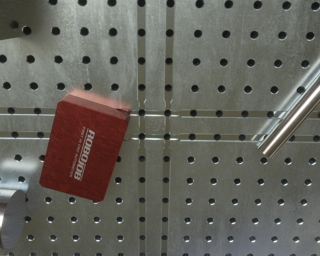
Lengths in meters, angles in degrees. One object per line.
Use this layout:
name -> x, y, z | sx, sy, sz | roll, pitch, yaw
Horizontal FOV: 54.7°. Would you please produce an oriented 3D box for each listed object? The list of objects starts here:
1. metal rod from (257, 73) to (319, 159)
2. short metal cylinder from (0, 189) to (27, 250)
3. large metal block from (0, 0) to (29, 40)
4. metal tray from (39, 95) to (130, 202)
metal rod -> 0.228, -0.083, 0.386 | 0.025, 0.025, 0.299 | 32, 107, -12
short metal cylinder -> -0.225, 0.123, 0.426 | 0.050, 0.080, 0.079 | 5, 110, -2
large metal block -> -0.182, -0.142, 0.329 | 0.050, 0.080, 0.080 | 25, 108, -9
metal tray -> -0.103, 0.030, 0.420 | 0.091, 0.030, 0.129 | 17, 109, -7
